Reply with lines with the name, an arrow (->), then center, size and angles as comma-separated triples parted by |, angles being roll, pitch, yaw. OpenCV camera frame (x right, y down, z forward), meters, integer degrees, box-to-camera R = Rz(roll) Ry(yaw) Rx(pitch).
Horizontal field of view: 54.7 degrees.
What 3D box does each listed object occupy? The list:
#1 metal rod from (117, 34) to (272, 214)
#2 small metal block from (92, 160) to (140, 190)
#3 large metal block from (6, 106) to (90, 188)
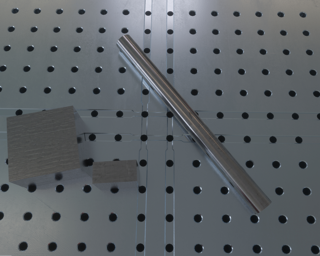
metal rod -> 0.036, -0.016, 0.417 | 0.025, 0.025, 0.300 | -35, 74, -12
small metal block -> -0.052, 0.058, 0.377 | 0.050, 0.050, 0.025 | -3, 70, -1
large metal block -> -0.139, 0.025, 0.388 | 0.081, 0.050, 0.080 | -11, 70, -4
